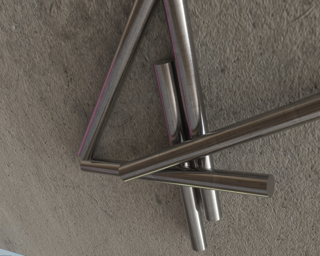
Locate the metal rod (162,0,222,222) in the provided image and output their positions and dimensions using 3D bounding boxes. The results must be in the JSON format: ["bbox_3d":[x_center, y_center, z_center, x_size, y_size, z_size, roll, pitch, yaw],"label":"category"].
[{"bbox_3d":[0.045,-0.006,0.379,0.025,0.025,0.298,1,119,28],"label":"metal rod"}]

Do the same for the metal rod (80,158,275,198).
[{"bbox_3d":[-0.002,0.060,0.416,0.300,0.025,0.025,0,119,38],"label":"metal rod"}]

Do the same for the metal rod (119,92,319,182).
[{"bbox_3d":[0.076,0.010,0.346,0.300,0.025,0.025,-22,107,27],"label":"metal rod"}]

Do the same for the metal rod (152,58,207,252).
[{"bbox_3d":[0.033,0.054,0.422,0.025,0.025,0.298,2,120,27],"label":"metal rod"}]

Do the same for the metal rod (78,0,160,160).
[{"bbox_3d":[-0.059,-0.059,0.401,0.025,0.025,0.298,35,129,5],"label":"metal rod"}]
